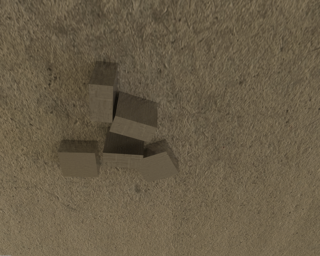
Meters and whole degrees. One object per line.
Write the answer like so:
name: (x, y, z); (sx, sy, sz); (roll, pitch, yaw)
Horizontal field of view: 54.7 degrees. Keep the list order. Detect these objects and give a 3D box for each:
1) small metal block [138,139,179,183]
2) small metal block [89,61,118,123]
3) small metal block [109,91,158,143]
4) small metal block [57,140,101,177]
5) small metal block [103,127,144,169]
small metal block: (-0.005, 0.048, 0.448); (0.050, 0.025, 0.050); (-18, 128, 14)
small metal block: (-0.064, -0.042, 0.355); (0.025, 0.050, 0.050); (5, 130, -4)
small metal block: (-0.031, -0.014, 0.378); (0.050, 0.050, 0.025); (16, 128, -14)
small metal block: (-0.114, 0.044, 0.444); (0.050, 0.025, 0.050); (1, 130, -2)
small metal block: (-0.047, 0.026, 0.412); (0.050, 0.050, 0.025); (4, 130, -4)
